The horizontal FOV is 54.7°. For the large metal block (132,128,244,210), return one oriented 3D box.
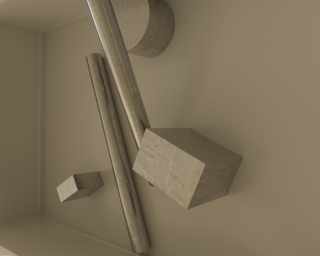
[{"bbox_3d":[0.031,0.039,0.344,0.080,0.081,0.050,30,109,35],"label":"large metal block"}]

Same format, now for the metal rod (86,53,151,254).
[{"bbox_3d":[-0.065,0.028,0.457,0.025,0.025,0.299,-25,74,37],"label":"metal rod"}]

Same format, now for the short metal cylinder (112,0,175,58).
[{"bbox_3d":[-0.027,-0.137,0.411,0.080,0.050,0.079,0,90,39],"label":"short metal cylinder"}]

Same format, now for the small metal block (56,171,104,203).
[{"bbox_3d":[-0.126,0.093,0.492,0.050,0.050,0.025,-37,68,34],"label":"small metal block"}]

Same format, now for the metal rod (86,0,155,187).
[{"bbox_3d":[-0.043,-0.064,0.359,0.025,0.025,0.298,0,116,40],"label":"metal rod"}]
